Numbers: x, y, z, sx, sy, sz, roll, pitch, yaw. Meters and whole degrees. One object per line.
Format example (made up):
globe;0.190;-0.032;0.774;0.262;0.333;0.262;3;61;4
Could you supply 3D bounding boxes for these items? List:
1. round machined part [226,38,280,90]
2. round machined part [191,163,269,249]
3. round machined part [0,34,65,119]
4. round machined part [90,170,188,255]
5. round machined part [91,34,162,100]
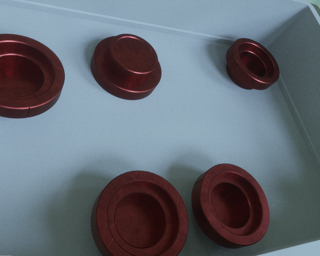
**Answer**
round machined part;0.156;-0.106;0.543;0.099;0.042;0.098;14;56;-21
round machined part;0.081;0.096;0.379;0.099;0.042;0.098;14;56;-21
round machined part;-0.159;-0.052;0.341;0.099;0.042;0.098;14;56;-21
round machined part;-0.024;0.097;0.323;0.099;0.042;0.098;14;56;-21
round machined part;-0.042;-0.090;0.427;0.099;0.042;0.098;14;56;-21
